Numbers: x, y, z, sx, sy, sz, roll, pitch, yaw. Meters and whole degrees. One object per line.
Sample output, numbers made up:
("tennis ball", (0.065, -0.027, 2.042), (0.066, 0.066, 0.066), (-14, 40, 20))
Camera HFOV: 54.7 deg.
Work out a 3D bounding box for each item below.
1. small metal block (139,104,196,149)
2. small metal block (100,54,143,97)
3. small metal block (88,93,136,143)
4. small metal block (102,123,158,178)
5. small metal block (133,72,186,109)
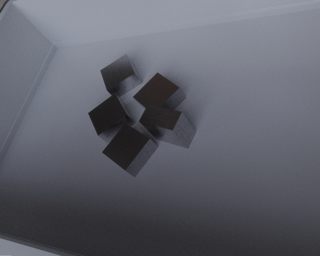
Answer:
("small metal block", (0.010, -0.002, 0.385), (0.050, 0.050, 0.025), (15, 70, 34))
("small metal block", (-0.061, -0.081, 0.488), (0.050, 0.025, 0.050), (-30, 52, 8))
("small metal block", (-0.071, -0.014, 0.452), (0.050, 0.025, 0.050), (-36, 51, 4))
("small metal block", (-0.040, 0.029, 0.409), (0.050, 0.025, 0.050), (30, 78, 37))
("small metal block", (-0.001, -0.043, 0.433), (0.050, 0.025, 0.050), (-46, 51, -4))
